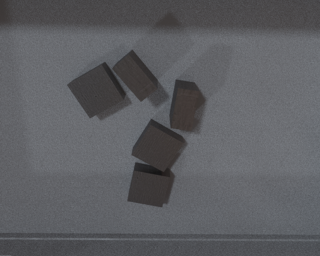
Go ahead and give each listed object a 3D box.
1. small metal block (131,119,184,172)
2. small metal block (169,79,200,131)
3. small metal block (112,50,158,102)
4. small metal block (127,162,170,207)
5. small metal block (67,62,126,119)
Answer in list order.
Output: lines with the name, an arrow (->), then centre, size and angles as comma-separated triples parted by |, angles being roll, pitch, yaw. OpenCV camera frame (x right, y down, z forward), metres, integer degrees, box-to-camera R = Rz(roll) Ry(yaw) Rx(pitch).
small metal block -> -0.003, 0.024, 0.420 | 0.050, 0.025, 0.050 | 30, 107, -11
small metal block -> 0.029, -0.030, 0.388 | 0.025, 0.050, 0.050 | 8, 110, -4
small metal block -> -0.028, -0.064, 0.374 | 0.025, 0.050, 0.050 | -38, 106, 12
small metal block -> -0.016, 0.081, 0.441 | 0.050, 0.025, 0.050 | 12, 110, -5
small metal block -> -0.079, -0.048, 0.393 | 0.050, 0.025, 0.050 | -28, 108, 9
